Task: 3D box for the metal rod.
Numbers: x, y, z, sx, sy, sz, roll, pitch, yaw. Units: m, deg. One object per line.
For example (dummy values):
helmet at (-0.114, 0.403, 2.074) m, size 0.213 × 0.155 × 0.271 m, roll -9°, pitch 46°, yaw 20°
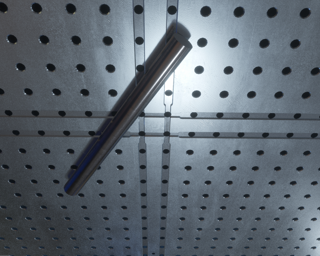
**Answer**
metal rod at (-0.058, 0.002, 0.412) m, size 0.025 × 0.025 × 0.298 m, roll 27°, pitch 125°, yaw -21°
